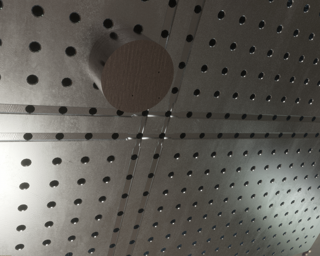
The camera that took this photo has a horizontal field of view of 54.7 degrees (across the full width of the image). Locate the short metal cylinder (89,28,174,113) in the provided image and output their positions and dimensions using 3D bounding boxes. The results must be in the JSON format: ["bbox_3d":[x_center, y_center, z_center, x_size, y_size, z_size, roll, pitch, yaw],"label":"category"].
[{"bbox_3d":[-0.032,-0.063,0.340,0.081,0.050,0.079,-14,124,-21],"label":"short metal cylinder"}]
